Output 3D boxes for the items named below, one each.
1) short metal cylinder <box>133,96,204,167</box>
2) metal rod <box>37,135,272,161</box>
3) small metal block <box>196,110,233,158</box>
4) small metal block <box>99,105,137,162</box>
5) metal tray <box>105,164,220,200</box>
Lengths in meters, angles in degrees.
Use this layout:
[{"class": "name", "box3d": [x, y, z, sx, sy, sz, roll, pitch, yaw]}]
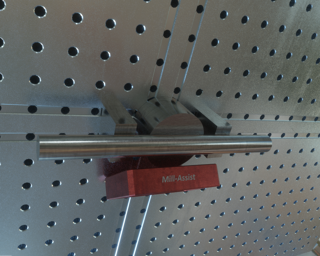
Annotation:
[{"class": "short metal cylinder", "box3d": [0.009, 0.005, 0.403, 0.081, 0.050, 0.079, -14, 124, -21]}, {"class": "metal rod", "box3d": [0.016, 0.020, 0.368, 0.303, 0.025, 0.025, 1, 118, -28]}, {"class": "small metal block", "box3d": [0.070, 0.008, 0.438, 0.025, 0.050, 0.050, -1, 119, -28]}, {"class": "small metal block", "box3d": [-0.052, 0.005, 0.370, 0.025, 0.050, 0.050, -1, 119, -28]}, {"class": "metal tray", "box3d": [0.002, 0.073, 0.418, 0.131, 0.090, 0.030, 0, 75, -29]}]
